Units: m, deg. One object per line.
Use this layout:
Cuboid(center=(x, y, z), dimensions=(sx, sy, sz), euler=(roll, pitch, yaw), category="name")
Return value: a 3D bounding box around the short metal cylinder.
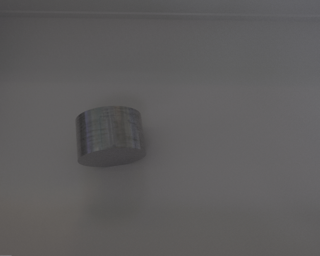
Cuboid(center=(-0.060, 0.013, 0.376), dimensions=(0.080, 0.080, 0.050), euler=(-8, 70, -3), category="short metal cylinder")
